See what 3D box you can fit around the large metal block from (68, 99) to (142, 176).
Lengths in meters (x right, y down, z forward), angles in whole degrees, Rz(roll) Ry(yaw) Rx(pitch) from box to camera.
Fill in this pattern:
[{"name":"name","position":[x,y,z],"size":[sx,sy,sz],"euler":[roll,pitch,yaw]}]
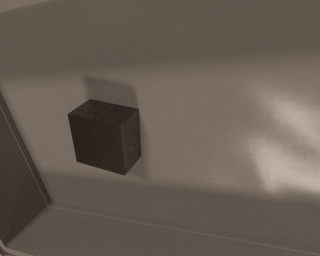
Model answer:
[{"name":"large metal block","position":[-0.075,0.012,0.438],"size":[0.080,0.050,0.079],"euler":[12,124,21]}]
